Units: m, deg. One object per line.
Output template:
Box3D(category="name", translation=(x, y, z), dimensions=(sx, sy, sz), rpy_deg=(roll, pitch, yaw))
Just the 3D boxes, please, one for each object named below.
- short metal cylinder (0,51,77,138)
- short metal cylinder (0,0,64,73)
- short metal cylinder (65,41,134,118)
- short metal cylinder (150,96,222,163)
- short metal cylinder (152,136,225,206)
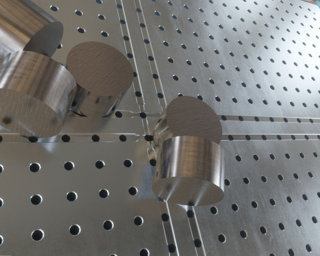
Box3D(category="short metal cylinder", translation=(-0.133, -0.032, 0.321), dimensions=(0.080, 0.080, 0.050), rpy_deg=(21, 54, -16))
Box3D(category="short metal cylinder", translation=(-0.156, -0.102, 0.351), dimensions=(0.050, 0.080, 0.080), rpy_deg=(37, 51, -4))
Box3D(category="short metal cylinder", translation=(-0.080, -0.060, 0.386), dimensions=(0.081, 0.050, 0.080), rpy_deg=(13, 56, -21))
Box3D(category="short metal cylinder", translation=(0.034, 0.005, 0.407), dimensions=(0.081, 0.050, 0.080), rpy_deg=(13, 57, -21))
Box3D(category="short metal cylinder", translation=(0.034, 0.052, 0.359), dimensions=(0.080, 0.080, 0.050), rpy_deg=(21, 54, -16))
